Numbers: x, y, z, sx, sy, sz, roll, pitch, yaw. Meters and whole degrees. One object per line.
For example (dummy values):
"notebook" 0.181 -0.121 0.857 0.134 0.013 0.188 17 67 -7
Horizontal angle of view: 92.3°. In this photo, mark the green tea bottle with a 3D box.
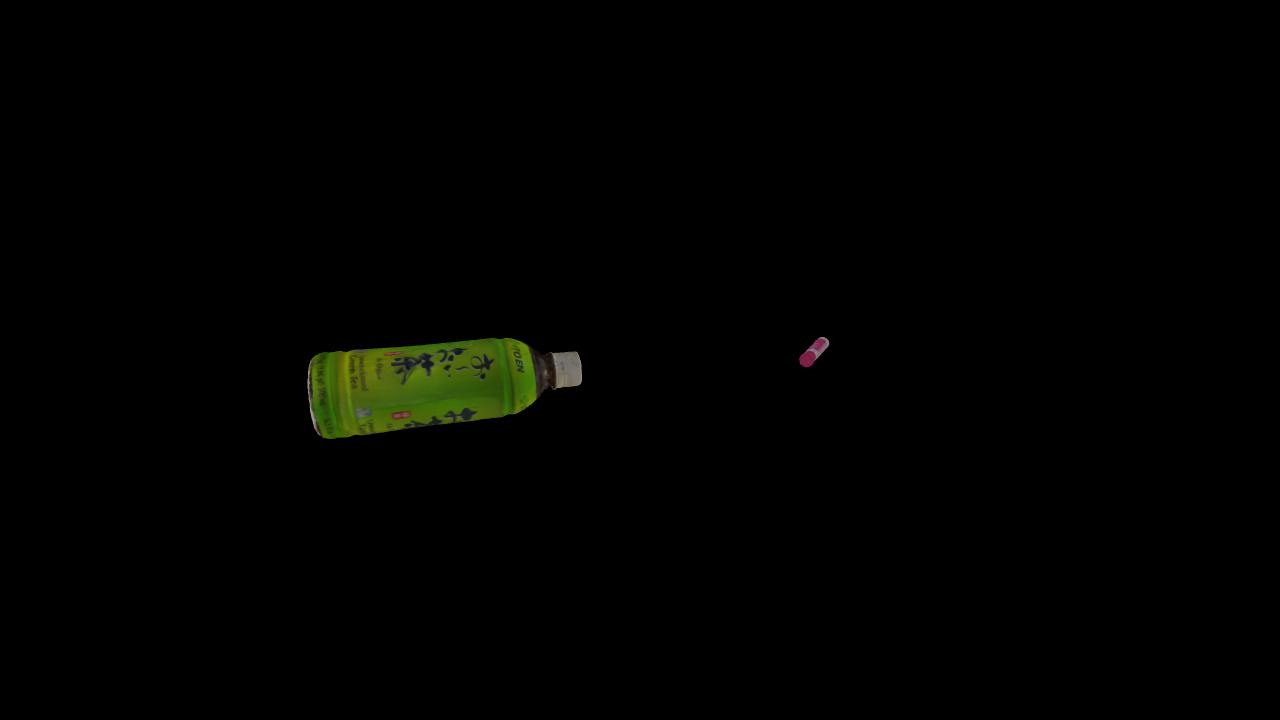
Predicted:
"green tea bottle" -0.154 0.017 0.513 0.212 0.073 0.073 -8 3 -19

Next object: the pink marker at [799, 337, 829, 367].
"pink marker" 0.239 -0.012 0.839 0.020 0.020 0.121 0 12 27
